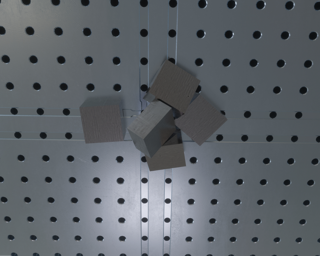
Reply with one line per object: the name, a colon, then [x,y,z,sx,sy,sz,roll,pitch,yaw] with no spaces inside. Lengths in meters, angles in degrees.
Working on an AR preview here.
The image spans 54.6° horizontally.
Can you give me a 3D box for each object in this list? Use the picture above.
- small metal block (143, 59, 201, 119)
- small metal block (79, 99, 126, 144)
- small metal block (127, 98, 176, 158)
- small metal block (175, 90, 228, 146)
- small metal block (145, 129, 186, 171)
small metal block: [0.015,-0.047,0.382,0.050,0.025,0.050,30,69,-10]
small metal block: [-0.075,-0.009,0.410,0.050,0.025,0.050,-4,110,1]
small metal block: [-0.008,0.001,0.373,0.025,0.050,0.050,33,69,25]
small metal block: [0.051,-0.013,0.409,0.050,0.025,0.050,41,105,-14]
small metal block: [0.006,0.030,0.414,0.050,0.025,0.050,-9,137,3]
